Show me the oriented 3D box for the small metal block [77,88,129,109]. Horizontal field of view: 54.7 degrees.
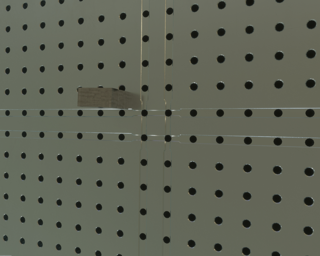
[{"bbox_3d":[-0.077,-0.040,0.425,0.050,0.050,0.025,3,91,19],"label":"small metal block"}]
